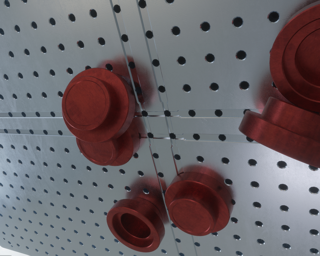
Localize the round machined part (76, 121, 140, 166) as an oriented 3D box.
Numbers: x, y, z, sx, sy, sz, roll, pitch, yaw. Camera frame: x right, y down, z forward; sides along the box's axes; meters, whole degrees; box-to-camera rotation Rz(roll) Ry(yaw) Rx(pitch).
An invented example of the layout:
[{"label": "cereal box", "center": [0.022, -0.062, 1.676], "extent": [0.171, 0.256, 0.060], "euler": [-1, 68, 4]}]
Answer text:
[{"label": "round machined part", "center": [-0.083, 0.016, 0.455], "extent": [0.098, 0.042, 0.097], "euler": [13, 124, 21]}]

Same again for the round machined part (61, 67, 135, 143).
[{"label": "round machined part", "center": [-0.085, -0.030, 0.398], "extent": [0.098, 0.042, 0.098], "euler": [-1, 87, 17]}]

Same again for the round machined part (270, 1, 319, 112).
[{"label": "round machined part", "center": [0.153, -0.066, 0.279], "extent": [0.098, 0.042, 0.097], "euler": [13, 124, 21]}]

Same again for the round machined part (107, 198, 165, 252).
[{"label": "round machined part", "center": [-0.036, 0.156, 0.516], "extent": [0.098, 0.042, 0.097], "euler": [13, 124, 21]}]

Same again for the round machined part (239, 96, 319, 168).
[{"label": "round machined part", "center": [0.131, 0.001, 0.302], "extent": [0.098, 0.098, 0.042], "euler": [24, 102, 14]}]

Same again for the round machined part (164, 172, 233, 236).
[{"label": "round machined part", "center": [0.051, 0.115, 0.445], "extent": [0.098, 0.042, 0.097], "euler": [13, 124, 21]}]
